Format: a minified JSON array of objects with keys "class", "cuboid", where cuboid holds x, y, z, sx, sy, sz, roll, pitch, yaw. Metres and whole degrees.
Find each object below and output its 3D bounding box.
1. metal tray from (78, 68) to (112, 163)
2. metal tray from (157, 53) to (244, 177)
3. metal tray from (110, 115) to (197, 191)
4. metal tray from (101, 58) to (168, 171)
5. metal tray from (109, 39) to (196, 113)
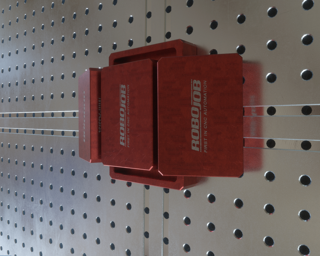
[{"class":"metal tray","cuboid":[-0.098,-0.017,0.461,0.090,0.030,0.129,180,90,-65]},{"class":"metal tray","cuboid":[0.045,-0.013,0.343,0.090,0.030,0.129,-1,90,12]},{"class":"metal tray","cuboid":[-0.013,0.029,0.415,0.130,0.030,0.089,1,91,39]},{"class":"metal tray","cuboid":[-0.034,-0.016,0.392,0.090,0.030,0.129,0,90,39]},{"class":"metal tray","cuboid":[-0.014,-0.062,0.415,0.130,0.030,0.089,1,91,39]}]
